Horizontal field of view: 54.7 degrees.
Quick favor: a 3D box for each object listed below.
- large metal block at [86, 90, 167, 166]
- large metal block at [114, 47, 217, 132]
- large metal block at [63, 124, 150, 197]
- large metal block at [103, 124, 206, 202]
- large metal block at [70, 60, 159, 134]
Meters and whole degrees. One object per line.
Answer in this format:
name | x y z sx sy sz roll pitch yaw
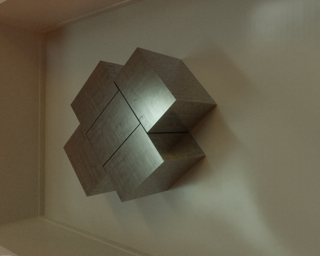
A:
large metal block | -0.032 0.001 0.395 0.080 0.081 0.050 -47 62 29
large metal block | 0.007 -0.042 0.363 0.050 0.081 0.080 -48 62 29
large metal block | -0.072 0.041 0.427 0.050 0.081 0.080 -48 62 29
large metal block | -0.006 0.040 0.374 0.080 0.081 0.050 -47 62 29
large metal block | -0.058 -0.037 0.415 0.080 0.081 0.050 -47 62 29
